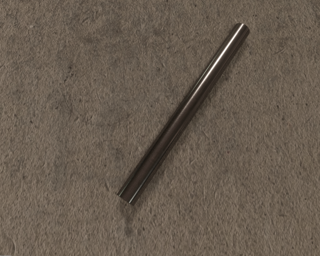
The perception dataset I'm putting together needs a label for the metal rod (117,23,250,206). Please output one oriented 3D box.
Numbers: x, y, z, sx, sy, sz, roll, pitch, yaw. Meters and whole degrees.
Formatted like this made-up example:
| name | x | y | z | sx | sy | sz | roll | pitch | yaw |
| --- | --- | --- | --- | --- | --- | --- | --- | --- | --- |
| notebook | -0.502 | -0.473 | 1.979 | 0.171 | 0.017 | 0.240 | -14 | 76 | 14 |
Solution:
| name | x | y | z | sx | sy | sz | roll | pitch | yaw |
| --- | --- | --- | --- | --- | --- | --- | --- | --- | --- |
| metal rod | 0.040 | -0.030 | 0.419 | 0.025 | 0.025 | 0.300 | 32 | 73 | 10 |
